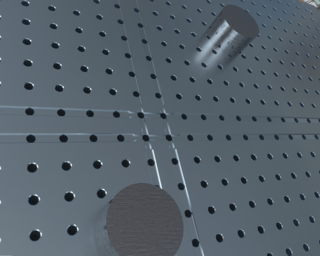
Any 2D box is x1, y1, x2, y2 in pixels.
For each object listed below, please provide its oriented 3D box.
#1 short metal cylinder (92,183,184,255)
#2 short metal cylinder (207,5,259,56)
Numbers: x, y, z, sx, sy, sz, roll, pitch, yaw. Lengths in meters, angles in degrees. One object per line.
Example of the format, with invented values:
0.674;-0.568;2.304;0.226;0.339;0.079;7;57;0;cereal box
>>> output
-0.023;0.103;0.318;0.081;0.050;0.080;14;56;-21;short metal cylinder
0.137;-0.182;0.580;0.081;0.050;0.080;14;56;-21;short metal cylinder
